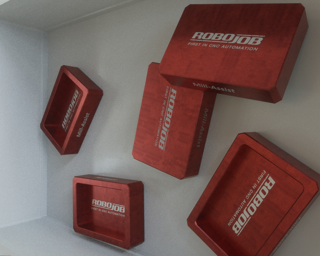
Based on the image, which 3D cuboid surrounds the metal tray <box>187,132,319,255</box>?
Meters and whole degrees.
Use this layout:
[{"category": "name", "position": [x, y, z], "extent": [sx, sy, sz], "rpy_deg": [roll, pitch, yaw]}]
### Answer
[{"category": "metal tray", "position": [0.094, 0.080, 0.325], "extent": [0.090, 0.030, 0.129], "rpy_deg": [40, 114, 33]}]

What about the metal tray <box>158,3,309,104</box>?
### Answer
[{"category": "metal tray", "position": [0.071, -0.082, 0.320], "extent": [0.130, 0.030, 0.090], "rpy_deg": [16, 78, 36]}]

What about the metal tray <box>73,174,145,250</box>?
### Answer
[{"category": "metal tray", "position": [-0.082, 0.122, 0.471], "extent": [0.130, 0.030, 0.089], "rpy_deg": [-1, 89, 40]}]

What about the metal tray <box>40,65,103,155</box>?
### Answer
[{"category": "metal tray", "position": [-0.155, -0.030, 0.531], "extent": [0.090, 0.030, 0.129], "rpy_deg": [42, 115, 32]}]

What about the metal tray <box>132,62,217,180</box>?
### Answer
[{"category": "metal tray", "position": [0.016, -0.011, 0.390], "extent": [0.090, 0.030, 0.129], "rpy_deg": [19, 102, 38]}]
